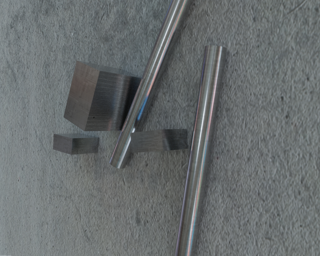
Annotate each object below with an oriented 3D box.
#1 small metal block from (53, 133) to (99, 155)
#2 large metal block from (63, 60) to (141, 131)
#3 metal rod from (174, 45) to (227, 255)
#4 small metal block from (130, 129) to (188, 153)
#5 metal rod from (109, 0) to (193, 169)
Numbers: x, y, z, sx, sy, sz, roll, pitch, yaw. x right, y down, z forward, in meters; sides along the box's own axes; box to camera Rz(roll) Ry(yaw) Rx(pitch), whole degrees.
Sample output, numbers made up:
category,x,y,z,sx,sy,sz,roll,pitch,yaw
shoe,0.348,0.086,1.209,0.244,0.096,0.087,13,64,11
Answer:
category,x,y,z,sx,sy,sz,roll,pitch,yaw
small metal block,-0.135,0.025,0.497,0.050,0.050,0.025,9,96,39
large metal block,-0.077,-0.042,0.430,0.050,0.081,0.079,28,107,36
metal rod,0.044,0.056,0.367,0.025,0.025,0.298,13,98,39
small metal block,-0.001,0.016,0.387,0.050,0.050,0.025,-7,86,39
metal rod,-0.007,-0.078,0.408,0.025,0.025,0.298,36,112,34
